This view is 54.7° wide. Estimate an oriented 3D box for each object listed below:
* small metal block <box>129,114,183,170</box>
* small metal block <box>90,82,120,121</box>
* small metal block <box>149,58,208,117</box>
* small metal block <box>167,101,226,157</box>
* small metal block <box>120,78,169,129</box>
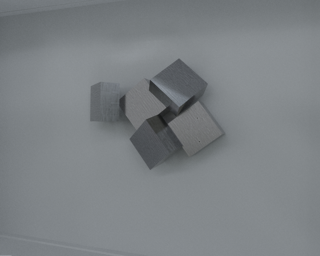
[{"bbox_3d":[-0.006,0.018,0.398,0.050,0.025,0.050,55,137,12],"label":"small metal block"},{"bbox_3d":[-0.075,-0.034,0.420,0.050,0.025,0.050,1,90,63],"label":"small metal block"},{"bbox_3d":[0.022,-0.051,0.388,0.050,0.025,0.050,-40,75,-21],"label":"small metal block"},{"bbox_3d":[0.046,0.001,0.392,0.050,0.025,0.050,-37,79,16],"label":"small metal block"},{"bbox_3d":[-0.021,-0.030,0.415,0.050,0.025,0.050,-39,78,15],"label":"small metal block"}]
